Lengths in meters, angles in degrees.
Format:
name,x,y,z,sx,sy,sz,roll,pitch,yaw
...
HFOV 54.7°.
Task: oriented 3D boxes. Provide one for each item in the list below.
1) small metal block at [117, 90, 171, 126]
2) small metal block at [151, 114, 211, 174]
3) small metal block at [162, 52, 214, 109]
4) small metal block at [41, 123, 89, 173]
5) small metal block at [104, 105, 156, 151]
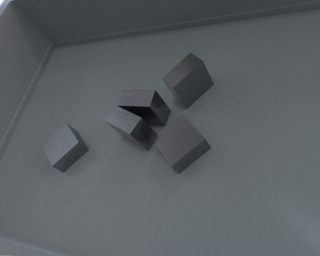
name,x,y,z,sx,sy,sz,roll,pitch,yaw
small metal block,-0.021,-0.027,0.416,0.050,0.050,0.025,4,64,30
small metal block,0.025,0.019,0.380,0.050,0.025,0.050,-39,51,1
small metal block,0.038,-0.061,0.406,0.050,0.050,0.025,-43,51,-2
small metal block,-0.141,0.029,0.460,0.050,0.025,0.050,-43,51,-2
small metal block,-0.037,0.000,0.407,0.050,0.050,0.025,26,76,36
